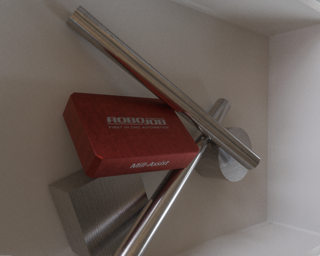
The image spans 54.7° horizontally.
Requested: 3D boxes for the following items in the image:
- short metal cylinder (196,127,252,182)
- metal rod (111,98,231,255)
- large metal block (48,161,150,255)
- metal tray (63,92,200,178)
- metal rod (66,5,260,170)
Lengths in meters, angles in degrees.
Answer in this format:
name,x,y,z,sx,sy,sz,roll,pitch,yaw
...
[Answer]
name,x,y,z,sx,sy,sz,roll,pitch,yaw
short metal cylinder,0.095,0.038,0.469,0.081,0.050,0.079,0,90,-40
metal rod,0.030,0.047,0.384,0.301,0.025,0.025,-50,121,-44
large metal block,-0.061,0.084,0.335,0.081,0.050,0.080,-25,106,-38
metal tray,-0.029,0.005,0.342,0.131,0.030,0.090,0,46,-39
metal rod,0.019,-0.037,0.384,0.301,0.025,0.025,37,67,-21
